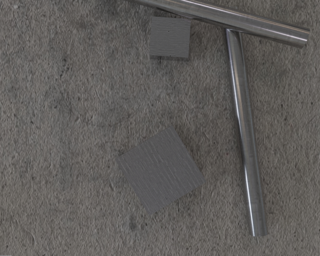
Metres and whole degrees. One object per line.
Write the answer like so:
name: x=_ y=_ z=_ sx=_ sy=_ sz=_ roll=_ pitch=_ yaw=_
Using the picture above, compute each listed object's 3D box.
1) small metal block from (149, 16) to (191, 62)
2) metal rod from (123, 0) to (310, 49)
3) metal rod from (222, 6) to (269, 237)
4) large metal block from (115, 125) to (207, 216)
small metal block: x=0.013 y=-0.117 z=0.410 sx=0.050 sy=0.025 sz=0.050 roll=4 pitch=90 yaw=0
metal rod: x=0.033 y=-0.153 z=0.392 sx=0.301 sy=0.025 sz=0.025 roll=18 pitch=90 yaw=7
metal rod: x=0.111 y=-0.008 z=0.410 sx=0.025 sy=0.025 sz=0.298 roll=-8 pitch=90 yaw=0
large metal block: x=0.001 y=0.051 z=0.398 sx=0.080 sy=0.050 sz=0.080 roll=-31 pitch=90 yaw=0
